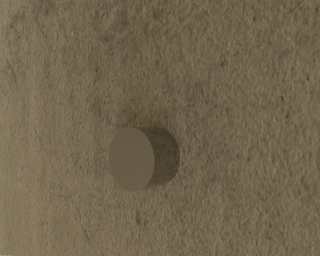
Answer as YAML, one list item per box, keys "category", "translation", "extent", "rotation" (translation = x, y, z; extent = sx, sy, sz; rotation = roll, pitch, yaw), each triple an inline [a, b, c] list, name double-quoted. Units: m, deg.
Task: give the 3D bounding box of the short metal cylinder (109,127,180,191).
- category: "short metal cylinder"
  translation: [-0.021, 0.039, 0.404]
  extent: [0.080, 0.050, 0.079]
  rotation: [0, 90, 39]
